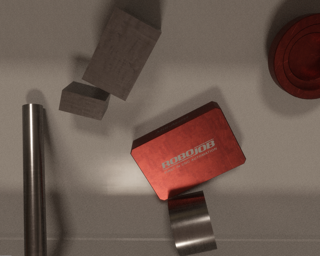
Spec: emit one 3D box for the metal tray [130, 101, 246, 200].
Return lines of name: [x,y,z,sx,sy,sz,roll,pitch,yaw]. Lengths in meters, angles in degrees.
metal tray: [0.038,0.033,0.421,0.130,0.030,0.090,-27,108,9]

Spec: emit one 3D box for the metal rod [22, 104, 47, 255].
metal rod: [-0.151,0.118,0.375,0.025,0.025,0.298,-6,80,1]

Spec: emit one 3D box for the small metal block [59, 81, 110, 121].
small metal block: [-0.091,-0.035,0.384,0.050,0.050,0.025,14,110,-6]

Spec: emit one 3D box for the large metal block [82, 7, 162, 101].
large metal block: [-0.040,-0.086,0.350,0.050,0.080,0.080,27,108,-10]

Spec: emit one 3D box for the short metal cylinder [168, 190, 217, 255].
short metal cylinder: [0.045,0.132,0.431,0.050,0.080,0.080,-14,110,4]

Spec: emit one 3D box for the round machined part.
round machined part: [0.179,-0.087,0.373,0.099,0.042,0.097,0,110,-1]
